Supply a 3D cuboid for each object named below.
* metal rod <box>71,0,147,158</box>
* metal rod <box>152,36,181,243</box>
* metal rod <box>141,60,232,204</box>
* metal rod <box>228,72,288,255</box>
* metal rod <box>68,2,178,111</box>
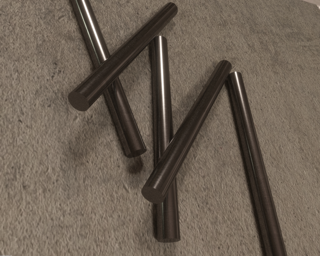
[{"bbox_3d":[-0.081,-0.100,0.421,0.025,0.025,0.299,-9,66,-32],"label":"metal rod"},{"bbox_3d":[0.004,-0.007,0.411,0.025,0.025,0.299,12,57,-22],"label":"metal rod"},{"bbox_3d":[0.052,-0.018,0.422,0.025,0.025,0.301,38,44,-3],"label":"metal rod"},{"bbox_3d":[0.137,0.042,0.454,0.025,0.025,0.299,10,57,-24],"label":"metal rod"},{"bbox_3d":[-0.033,-0.118,0.435,0.025,0.025,0.301,36,44,-5],"label":"metal rod"}]
